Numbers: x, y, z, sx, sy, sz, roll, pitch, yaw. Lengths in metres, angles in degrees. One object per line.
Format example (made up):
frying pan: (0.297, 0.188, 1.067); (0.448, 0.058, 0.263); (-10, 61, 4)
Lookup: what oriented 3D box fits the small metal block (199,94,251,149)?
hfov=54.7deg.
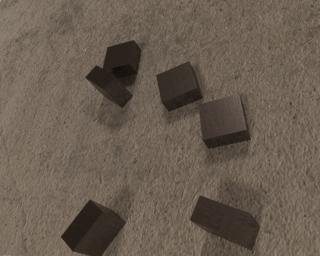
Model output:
small metal block: (0.076, -0.008, 0.368); (0.050, 0.025, 0.050); (-14, 56, 19)

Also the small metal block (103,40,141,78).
small metal block: (-0.061, -0.110, 0.502); (0.050, 0.025, 0.050); (-8, 58, 23)

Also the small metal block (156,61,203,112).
small metal block: (0.026, -0.057, 0.424); (0.050, 0.025, 0.050); (-21, 54, 15)

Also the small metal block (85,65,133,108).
small metal block: (-0.076, -0.062, 0.464); (0.050, 0.050, 0.025); (33, 80, 38)

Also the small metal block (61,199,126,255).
small metal block: (-0.074, 0.116, 0.354); (0.025, 0.050, 0.050); (30, 78, 37)

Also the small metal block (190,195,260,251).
small metal block: (0.064, 0.092, 0.298); (0.050, 0.050, 0.025); (14, 69, 33)
